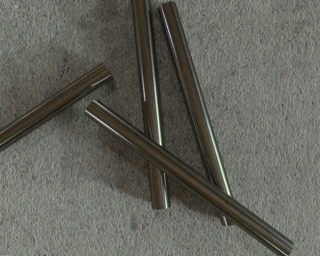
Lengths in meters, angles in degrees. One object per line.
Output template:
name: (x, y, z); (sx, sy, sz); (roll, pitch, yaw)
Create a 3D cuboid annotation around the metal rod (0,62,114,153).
metal rod: (-0.194, 0.007, 0.408); (0.301, 0.025, 0.025); (-33, 90, 0)

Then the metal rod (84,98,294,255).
metal rod: (0.035, 0.062, 0.383); (0.301, 0.025, 0.025); (36, 90, 0)

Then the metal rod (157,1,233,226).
metal rod: (0.051, -0.018, 0.410); (0.025, 0.025, 0.298); (-17, 90, 0)

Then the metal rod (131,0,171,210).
metal rod: (-0.013, -0.044, 0.409); (0.025, 0.025, 0.298); (-6, 90, 0)
